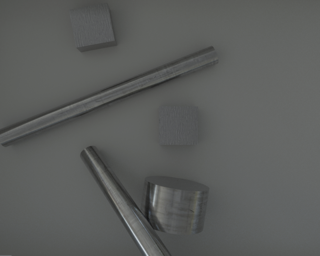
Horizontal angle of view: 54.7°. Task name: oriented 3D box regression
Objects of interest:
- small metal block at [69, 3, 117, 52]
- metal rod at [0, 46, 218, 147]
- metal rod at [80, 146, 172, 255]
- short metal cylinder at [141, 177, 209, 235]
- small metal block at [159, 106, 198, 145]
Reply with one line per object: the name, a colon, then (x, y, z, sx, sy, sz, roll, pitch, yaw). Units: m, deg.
small metal block: (-0.088, -0.132, 0.410, 0.050, 0.025, 0.050, -11, 90, -1)
metal rod: (-0.068, -0.042, 0.410, 0.301, 0.025, 0.025, -22, 90, -1)
metal rod: (-0.010, 0.127, 0.334, 0.025, 0.025, 0.300, -42, 58, 0)
short metal cylinder: (0.017, 0.093, 0.384, 0.081, 0.080, 0.050, 8, 90, -1)
small metal block: (0.024, -0.003, 0.412, 0.050, 0.025, 0.050, 0, 90, -1)
